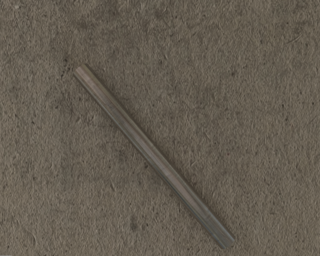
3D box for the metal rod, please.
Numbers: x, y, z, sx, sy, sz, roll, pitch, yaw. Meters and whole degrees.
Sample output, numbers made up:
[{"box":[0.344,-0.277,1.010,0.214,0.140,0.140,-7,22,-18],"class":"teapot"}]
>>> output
[{"box":[-0.008,0.037,0.409,0.025,0.025,0.300,-41,90,0],"class":"metal rod"}]
